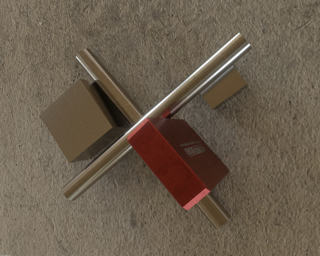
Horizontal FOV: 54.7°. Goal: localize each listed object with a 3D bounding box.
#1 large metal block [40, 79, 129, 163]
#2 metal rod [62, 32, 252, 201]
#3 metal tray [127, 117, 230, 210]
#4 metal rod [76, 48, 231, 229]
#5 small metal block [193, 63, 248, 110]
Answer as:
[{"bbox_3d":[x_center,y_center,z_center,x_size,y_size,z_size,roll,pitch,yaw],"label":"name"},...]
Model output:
[{"bbox_3d":[-0.104,-0.009,0.431,0.080,0.050,0.080,-38,78,15],"label":"large metal block"},{"bbox_3d":[-0.014,-0.005,0.387,0.299,0.025,0.025,-41,78,15],"label":"metal rod"},{"bbox_3d":[0.027,0.032,0.343,0.030,0.130,0.090,-44,76,15],"label":"metal tray"},{"bbox_3d":[-0.016,0.005,0.415,0.025,0.025,0.300,-44,77,14],"label":"metal rod"},{"bbox_3d":[0.073,-0.057,0.384,0.050,0.025,0.050,-37,79,16],"label":"small metal block"}]
